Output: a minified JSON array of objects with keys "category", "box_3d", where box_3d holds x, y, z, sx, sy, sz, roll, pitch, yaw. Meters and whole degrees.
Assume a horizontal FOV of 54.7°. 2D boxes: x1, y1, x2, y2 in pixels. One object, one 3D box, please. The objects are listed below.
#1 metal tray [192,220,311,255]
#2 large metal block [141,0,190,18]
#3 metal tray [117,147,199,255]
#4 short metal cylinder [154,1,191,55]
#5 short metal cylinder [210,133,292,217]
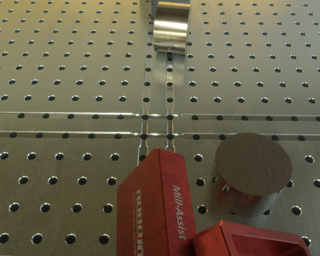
[{"category":"metal tray","box_3d":[0.091,0.129,0.246,0.131,0.030,0.090,22,38,-37]},{"category":"large metal block","box_3d":[0.008,-0.270,0.619,0.081,0.050,0.080,-15,52,-13]},{"category":"metal tray","box_3d":[-0.007,0.094,0.284,0.030,0.090,0.130,18,44,-26]},{"category":"short metal cylinder","box_3d":[0.022,-0.164,0.510,0.050,0.080,0.080,8,51,6]},{"category":"short metal cylinder","box_3d":[0.099,0.052,0.349,0.081,0.050,0.080,0,50,0]}]
